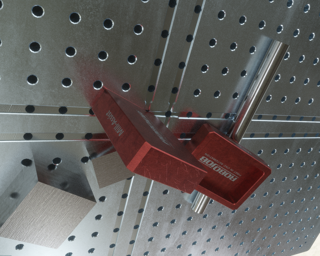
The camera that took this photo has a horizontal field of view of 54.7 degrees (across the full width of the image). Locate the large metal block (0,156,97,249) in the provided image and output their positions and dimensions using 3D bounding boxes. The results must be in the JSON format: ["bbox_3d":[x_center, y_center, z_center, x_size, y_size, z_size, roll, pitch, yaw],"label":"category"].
[{"bbox_3d":[-0.139,0.092,0.377,0.080,0.050,0.080,35,99,-39],"label":"large metal block"}]

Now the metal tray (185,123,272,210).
[{"bbox_3d":[0.093,0.062,0.471,0.131,0.030,0.090,32,106,-22],"label":"metal tray"}]

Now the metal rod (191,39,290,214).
[{"bbox_3d":[0.117,0.010,0.484,0.025,0.025,0.298,8,114,-32],"label":"metal rod"}]

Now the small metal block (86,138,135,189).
[{"bbox_3d":[-0.063,0.045,0.406,0.050,0.025,0.050,-19,126,-18],"label":"small metal block"}]

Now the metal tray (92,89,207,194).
[{"bbox_3d":[-0.015,0.011,0.343,0.090,0.130,0.030,28,103,-38],"label":"metal tray"}]
